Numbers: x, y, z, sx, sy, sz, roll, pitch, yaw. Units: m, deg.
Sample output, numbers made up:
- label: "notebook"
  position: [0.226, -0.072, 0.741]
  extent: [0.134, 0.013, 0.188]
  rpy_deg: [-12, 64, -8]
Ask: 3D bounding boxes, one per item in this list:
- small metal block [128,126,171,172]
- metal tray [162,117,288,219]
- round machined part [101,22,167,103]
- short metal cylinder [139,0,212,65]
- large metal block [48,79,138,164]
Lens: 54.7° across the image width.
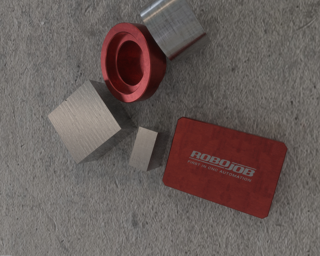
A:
- label: "small metal block"
  position: [-0.012, 0.025, 0.400]
  extent: [0.025, 0.050, 0.050]
  rpy_deg: [18, 96, 19]
- label: "metal tray"
  position: [0.077, 0.044, 0.379]
  extent: [0.130, 0.030, 0.089]
  rpy_deg: [16, 95, 19]
- label: "round machined part"
  position: [-0.030, -0.083, 0.397]
  extent: [0.098, 0.042, 0.097]
  rpy_deg: [14, 110, 43]
- label: "short metal cylinder"
  position: [0.019, -0.123, 0.373]
  extent: [0.050, 0.080, 0.080]
  rpy_deg: [-32, 80, 16]
- label: "large metal block"
  position: [-0.092, -0.008, 0.428]
  extent: [0.080, 0.050, 0.080]
  rpy_deg: [-38, 78, 16]
